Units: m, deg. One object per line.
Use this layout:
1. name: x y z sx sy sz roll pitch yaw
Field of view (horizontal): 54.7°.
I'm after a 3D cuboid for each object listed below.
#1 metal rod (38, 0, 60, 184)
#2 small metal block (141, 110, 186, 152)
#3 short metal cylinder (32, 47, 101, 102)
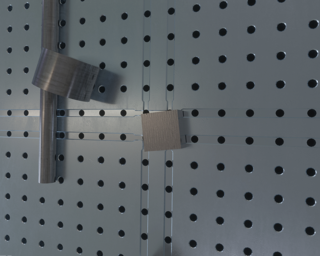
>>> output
1. metal rod: -0.169 -0.067 0.471 0.025 0.025 0.298 2 91 20
2. small metal block: 0.005 0.004 0.411 0.050 0.025 0.050 -6 88 19
3. short metal cylinder: -0.128 -0.073 0.429 0.080 0.080 0.050 22 98 18
